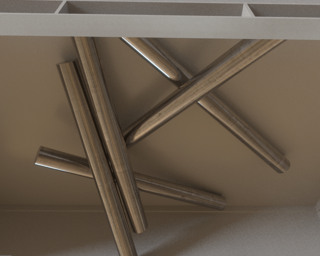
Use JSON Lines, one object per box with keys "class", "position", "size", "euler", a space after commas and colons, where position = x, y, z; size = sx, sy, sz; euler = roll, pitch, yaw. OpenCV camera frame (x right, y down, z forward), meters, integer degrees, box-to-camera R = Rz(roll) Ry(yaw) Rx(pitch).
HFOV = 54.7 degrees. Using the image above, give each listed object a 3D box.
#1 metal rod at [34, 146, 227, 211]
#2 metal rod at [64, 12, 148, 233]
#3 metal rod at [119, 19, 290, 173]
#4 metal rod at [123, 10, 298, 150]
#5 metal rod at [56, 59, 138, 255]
{"class": "metal rod", "position": [-0.026, 0.080, 0.453], "size": [0.302, 0.025, 0.025], "euler": [20, 128, -25]}
{"class": "metal rod", "position": [-0.057, 0.015, 0.382], "size": [0.025, 0.025, 0.298], "euler": [-8, 118, 7]}
{"class": "metal rod", "position": [0.073, -0.023, 0.389], "size": [0.301, 0.025, 0.025], "euler": [36, 121, -27]}
{"class": "metal rod", "position": [0.014, -0.025, 0.358], "size": [0.025, 0.025, 0.299], "euler": [35, 131, -26]}
{"class": "metal rod", "position": [-0.074, 0.062, 0.400], "size": [0.025, 0.025, 0.298], "euler": [-10, 111, 8]}
